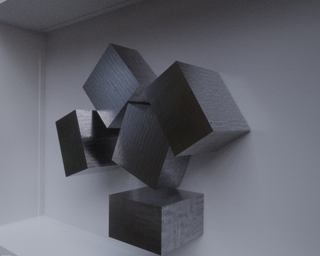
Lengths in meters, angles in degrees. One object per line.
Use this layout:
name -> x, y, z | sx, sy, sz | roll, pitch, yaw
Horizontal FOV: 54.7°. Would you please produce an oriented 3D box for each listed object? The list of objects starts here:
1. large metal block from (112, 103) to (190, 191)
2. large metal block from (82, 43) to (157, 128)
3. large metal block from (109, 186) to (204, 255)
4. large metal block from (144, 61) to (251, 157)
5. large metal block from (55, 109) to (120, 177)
large metal block -> -0.007, 0.021, 0.393 | 0.080, 0.050, 0.079 | 28, 108, 36
large metal block -> -0.052, -0.056, 0.429 | 0.080, 0.050, 0.080 | -49, 61, 28
large metal block -> -0.004, 0.104, 0.371 | 0.080, 0.081, 0.050 | 1, 91, 39
large metal block -> 0.041, -0.019, 0.333 | 0.050, 0.081, 0.080 | -38, 67, 33
large metal block -> -0.093, 0.021, 0.444 | 0.050, 0.081, 0.080 | -24, 75, 37
